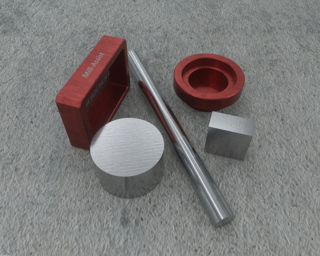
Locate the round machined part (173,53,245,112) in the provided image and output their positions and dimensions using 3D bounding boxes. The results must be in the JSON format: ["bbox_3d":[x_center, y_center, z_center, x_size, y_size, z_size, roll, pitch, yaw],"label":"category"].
[{"bbox_3d":[0.068,-0.061,0.446,0.099,0.042,0.098,0,50,0],"label":"round machined part"}]

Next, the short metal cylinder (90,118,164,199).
[{"bbox_3d":[-0.036,0.035,0.359,0.081,0.050,0.080,0,50,0],"label":"short metal cylinder"}]

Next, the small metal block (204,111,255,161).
[{"bbox_3d":[0.083,0.010,0.377,0.050,0.050,0.025,13,51,10],"label":"small metal block"}]

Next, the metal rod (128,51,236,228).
[{"bbox_3d":[0.011,-0.008,0.412,0.025,0.025,0.300,-17,52,-14],"label":"metal rod"}]

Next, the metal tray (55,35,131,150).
[{"bbox_3d":[-0.079,-0.047,0.401,0.030,0.089,0.130,14,51,11],"label":"metal tray"}]
